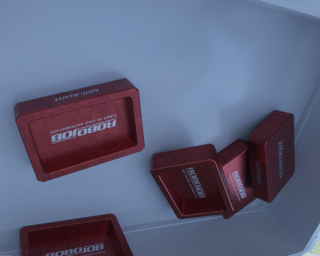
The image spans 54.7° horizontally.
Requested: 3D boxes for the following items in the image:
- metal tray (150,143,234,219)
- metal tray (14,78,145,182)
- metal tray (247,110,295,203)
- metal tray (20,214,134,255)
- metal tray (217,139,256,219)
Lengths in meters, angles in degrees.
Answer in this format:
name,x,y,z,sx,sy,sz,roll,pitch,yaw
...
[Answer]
name,x,y,z,sx,sy,sz,roll,pitch,yaw
metal tray,0.050,0.084,0.456,0.090,0.030,0.130,-12,131,17
metal tray,-0.086,0.002,0.358,0.131,0.030,0.089,-17,125,-19
metal tray,0.186,0.048,0.509,0.091,0.030,0.129,-37,127,-31
metal tray,-0.110,0.163,0.406,0.131,0.090,0.030,-1,119,-28
metal tray,0.124,0.090,0.529,0.090,0.030,0.130,-34,129,-6
